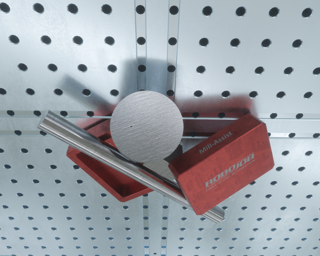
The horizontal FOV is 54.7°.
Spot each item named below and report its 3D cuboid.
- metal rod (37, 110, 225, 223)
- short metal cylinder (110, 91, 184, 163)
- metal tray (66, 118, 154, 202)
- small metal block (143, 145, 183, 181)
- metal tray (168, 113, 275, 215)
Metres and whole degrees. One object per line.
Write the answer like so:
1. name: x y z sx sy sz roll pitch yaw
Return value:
1. metal rod: -0.021 0.063 0.421 0.301 0.025 0.025 33 123 -26
2. short metal cylinder: -0.017 0.001 0.363 0.081 0.080 0.050 6 172 -6
3. metal tray: -0.055 0.049 0.444 0.090 0.030 0.130 -25 126 20
4. small metal block: 0.005 0.036 0.421 0.050 0.050 0.025 33 123 -25
5. metal tray: 0.085 0.050 0.413 0.131 0.030 0.090 -31 128 -6
